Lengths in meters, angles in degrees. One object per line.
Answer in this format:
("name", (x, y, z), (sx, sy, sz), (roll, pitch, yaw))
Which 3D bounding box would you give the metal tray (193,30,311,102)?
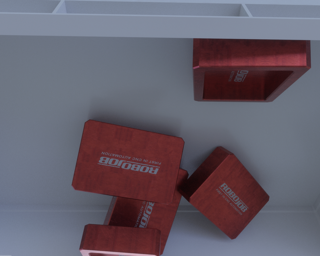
("metal tray", (0.079, -0.054, 0.304), (0.090, 0.030, 0.130), (1, 173, 7))

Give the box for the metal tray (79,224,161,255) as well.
("metal tray", (-0.046, 0.167, 0.402), (0.091, 0.030, 0.129), (4, 141, 2))

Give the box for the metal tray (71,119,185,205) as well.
("metal tray", (-0.041, 0.045, 0.409), (0.131, 0.030, 0.089), (12, 88, -10))

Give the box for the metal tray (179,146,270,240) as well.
("metal tray", (0.100, 0.100, 0.464), (0.090, 0.030, 0.130), (-47, 122, -5))

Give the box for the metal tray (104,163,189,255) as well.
("metal tray", (-0.022, 0.110, 0.449), (0.091, 0.030, 0.129), (20, 87, -16))
